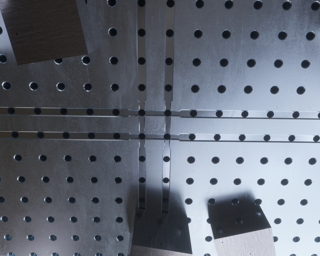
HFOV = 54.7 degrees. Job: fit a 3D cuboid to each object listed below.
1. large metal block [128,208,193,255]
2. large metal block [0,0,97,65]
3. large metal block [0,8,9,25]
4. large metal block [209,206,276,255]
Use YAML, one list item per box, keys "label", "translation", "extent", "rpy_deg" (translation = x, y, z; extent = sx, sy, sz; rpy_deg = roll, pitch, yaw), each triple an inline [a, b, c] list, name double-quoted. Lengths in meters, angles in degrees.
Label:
- label: "large metal block"
  translation: [-0.002, 0.166, 0.445]
  extent: [0.081, 0.080, 0.050]
  rpy_deg: [11, 110, -5]
- label: "large metal block"
  translation: [-0.125, -0.121, 0.354]
  extent: [0.080, 0.050, 0.079]
  rpy_deg: [-9, 110, 2]
- label: "large metal block"
  translation: [-0.215, -0.126, 0.335]
  extent: [0.050, 0.080, 0.080]
  rpy_deg: [38, 106, -13]
- label: "large metal block"
  translation: [0.125, 0.174, 0.466]
  extent: [0.080, 0.050, 0.080]
  rpy_deg: [-14, 110, 4]
